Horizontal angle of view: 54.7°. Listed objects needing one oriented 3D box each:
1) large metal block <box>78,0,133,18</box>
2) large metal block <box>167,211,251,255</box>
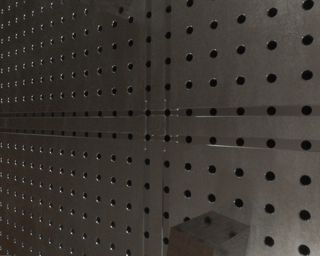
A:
[{"bbox_3d":[-0.090,-0.211,0.446,0.080,0.081,0.050,50,119,28],"label":"large metal block"},{"bbox_3d":[0.050,0.143,0.331,0.050,0.081,0.079,13,98,39],"label":"large metal block"}]
